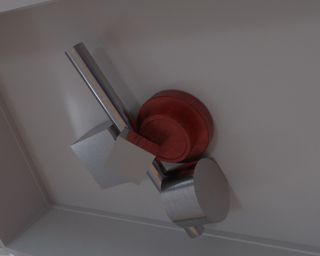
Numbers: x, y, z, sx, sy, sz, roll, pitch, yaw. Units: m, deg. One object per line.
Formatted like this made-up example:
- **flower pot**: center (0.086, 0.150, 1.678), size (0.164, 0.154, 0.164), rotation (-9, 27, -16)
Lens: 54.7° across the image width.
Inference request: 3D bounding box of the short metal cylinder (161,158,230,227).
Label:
- **short metal cylinder**: center (0.046, 0.083, 0.397), size (0.050, 0.080, 0.080), rotation (-22, 107, 36)

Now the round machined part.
- **round machined part**: center (0.014, 0.005, 0.389), size (0.098, 0.042, 0.097), rotation (13, 124, 20)

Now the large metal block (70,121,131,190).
- **large metal block**: center (-0.065, 0.034, 0.441), size (0.080, 0.050, 0.080), rotation (-22, 107, 36)

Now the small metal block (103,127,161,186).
- **small metal block**: center (-0.035, 0.035, 0.383), size (0.050, 0.025, 0.050), rotation (29, 117, 1)

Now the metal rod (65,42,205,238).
- **metal rod**: center (-0.026, 0.026, 0.408), size (0.025, 0.025, 0.299), rotation (-23, 107, 36)
